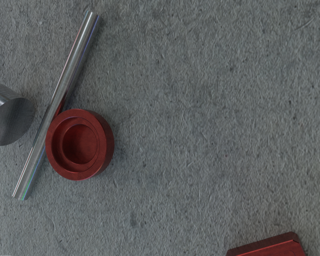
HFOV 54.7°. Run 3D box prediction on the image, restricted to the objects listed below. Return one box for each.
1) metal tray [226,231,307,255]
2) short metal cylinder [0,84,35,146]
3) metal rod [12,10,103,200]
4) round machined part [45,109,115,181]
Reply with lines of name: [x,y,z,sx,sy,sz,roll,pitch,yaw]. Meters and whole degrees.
metal tray: [0.140,0.197,0.356,0.090,0.030,0.129,-25,82,18]
short metal cylinder: [-0.238,-0.020,0.462,0.050,0.080,0.080,29,100,17]
metal rod: [-0.155,-0.028,0.461,0.025,0.025,0.298,28,99,17]
round machined part: [-0.108,0.022,0.437,0.098,0.042,0.097,0,90,19]
